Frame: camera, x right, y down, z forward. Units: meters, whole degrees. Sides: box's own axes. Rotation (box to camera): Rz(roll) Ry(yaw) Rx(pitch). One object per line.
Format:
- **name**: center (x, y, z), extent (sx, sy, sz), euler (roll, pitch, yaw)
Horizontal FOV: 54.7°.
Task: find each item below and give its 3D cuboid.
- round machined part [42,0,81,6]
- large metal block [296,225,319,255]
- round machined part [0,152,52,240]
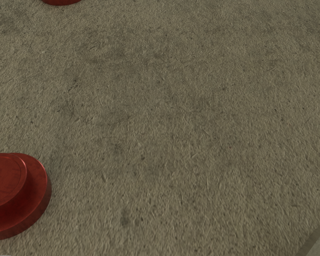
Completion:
- **round machined part**: center (-0.204, -0.297, 0.639), extent (0.099, 0.042, 0.098), euler (0, 50, 0)
- **large metal block**: center (0.151, 0.120, 0.269), extent (0.080, 0.080, 0.050), euler (-36, 59, -27)
- **round machined part**: center (-0.173, 0.066, 0.335), extent (0.099, 0.042, 0.098), euler (0, 50, 0)
